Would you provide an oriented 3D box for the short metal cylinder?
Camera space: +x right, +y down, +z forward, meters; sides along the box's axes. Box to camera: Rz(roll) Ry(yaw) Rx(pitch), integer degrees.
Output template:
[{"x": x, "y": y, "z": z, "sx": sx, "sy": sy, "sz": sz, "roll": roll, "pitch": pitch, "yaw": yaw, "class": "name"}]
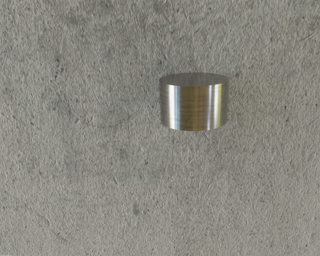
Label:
[{"x": 0.040, "y": -0.034, "z": 0.368, "sx": 0.080, "sy": 0.080, "sz": 0.050, "roll": -2, "pitch": 110, "yaw": 1, "class": "short metal cylinder"}]
